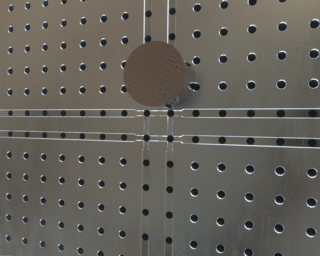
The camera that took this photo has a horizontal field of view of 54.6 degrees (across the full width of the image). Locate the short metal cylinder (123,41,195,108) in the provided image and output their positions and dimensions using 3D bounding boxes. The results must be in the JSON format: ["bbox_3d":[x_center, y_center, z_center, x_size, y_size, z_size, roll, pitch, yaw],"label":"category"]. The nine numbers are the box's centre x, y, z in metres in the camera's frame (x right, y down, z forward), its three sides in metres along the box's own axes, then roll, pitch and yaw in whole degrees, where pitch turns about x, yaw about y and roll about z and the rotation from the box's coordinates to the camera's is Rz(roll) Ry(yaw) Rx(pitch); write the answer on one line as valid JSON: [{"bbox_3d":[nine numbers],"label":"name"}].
[{"bbox_3d":[0.001,-0.066,0.400,0.080,0.050,0.080,0,90,20],"label":"short metal cylinder"}]
